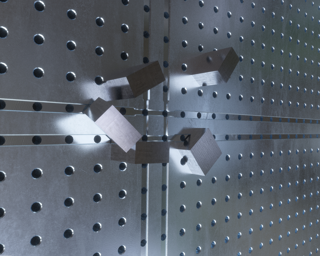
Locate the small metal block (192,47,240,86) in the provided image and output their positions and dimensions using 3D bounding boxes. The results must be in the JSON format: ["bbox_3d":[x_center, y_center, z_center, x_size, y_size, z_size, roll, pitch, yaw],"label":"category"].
[{"bbox_3d":[0.084,-0.091,0.466,0.025,0.050,0.050,47,62,-30],"label":"small metal block"}]

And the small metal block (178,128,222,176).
[{"bbox_3d":[0.061,0.035,0.463,0.050,0.025,0.050,-46,118,-30],"label":"small metal block"}]

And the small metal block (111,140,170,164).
[{"bbox_3d":[-0.024,0.028,0.375,0.050,0.050,0.025,4,88,-40],"label":"small metal block"}]

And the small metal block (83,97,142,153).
[{"bbox_3d":[-0.054,-0.005,0.346,0.025,0.050,0.050,-46,120,-9],"label":"small metal block"}]

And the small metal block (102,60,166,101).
[{"bbox_3d":[-0.031,-0.056,0.368,0.050,0.050,0.025,-35,112,-35],"label":"small metal block"}]
